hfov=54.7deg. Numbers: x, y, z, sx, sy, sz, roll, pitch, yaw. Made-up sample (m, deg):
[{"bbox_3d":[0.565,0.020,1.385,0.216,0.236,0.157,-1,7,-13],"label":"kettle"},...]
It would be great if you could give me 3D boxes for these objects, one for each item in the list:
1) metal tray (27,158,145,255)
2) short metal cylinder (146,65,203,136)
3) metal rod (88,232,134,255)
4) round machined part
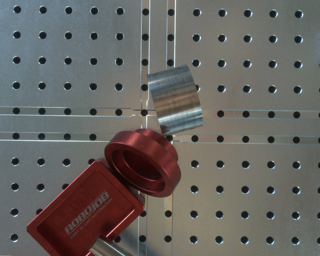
[{"bbox_3d":[-0.095,0.115,0.409,0.130,0.030,0.090,-44,90,0],"label":"metal tray"},{"bbox_3d":[0.018,-0.034,0.386,0.050,0.080,0.080,-15,90,0],"label":"short metal cylinder"},{"bbox_3d":[0.037,0.231,0.397,0.301,0.025,0.025,38,90,-7],"label":"metal rod"},{"bbox_3d":[-0.017,0.039,0.386,0.098,0.097,0.042,37,56,0],"label":"round machined part"}]
